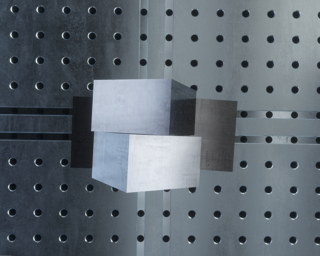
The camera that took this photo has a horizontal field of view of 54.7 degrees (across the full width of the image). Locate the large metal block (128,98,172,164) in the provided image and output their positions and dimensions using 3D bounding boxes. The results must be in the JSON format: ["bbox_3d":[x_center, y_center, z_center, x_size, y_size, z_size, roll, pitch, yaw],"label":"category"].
[{"bbox_3d":[-0.006,0.005,0.399,0.081,0.050,0.079,3,90,-1],"label":"large metal block"}]

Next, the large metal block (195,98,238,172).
[{"bbox_3d":[0.059,0.008,0.386,0.050,0.080,0.079,4,90,0],"label":"large metal block"}]

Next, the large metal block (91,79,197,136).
[{"bbox_3d":[-0.013,-0.019,0.322,0.080,0.080,0.050,3,90,22],"label":"large metal block"}]

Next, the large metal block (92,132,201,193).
[{"bbox_3d":[-0.016,0.031,0.319,0.081,0.080,0.050,3,90,-34],"label":"large metal block"}]

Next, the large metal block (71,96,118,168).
[{"bbox_3d":[-0.073,0.005,0.385,0.050,0.080,0.079,2,90,0],"label":"large metal block"}]
